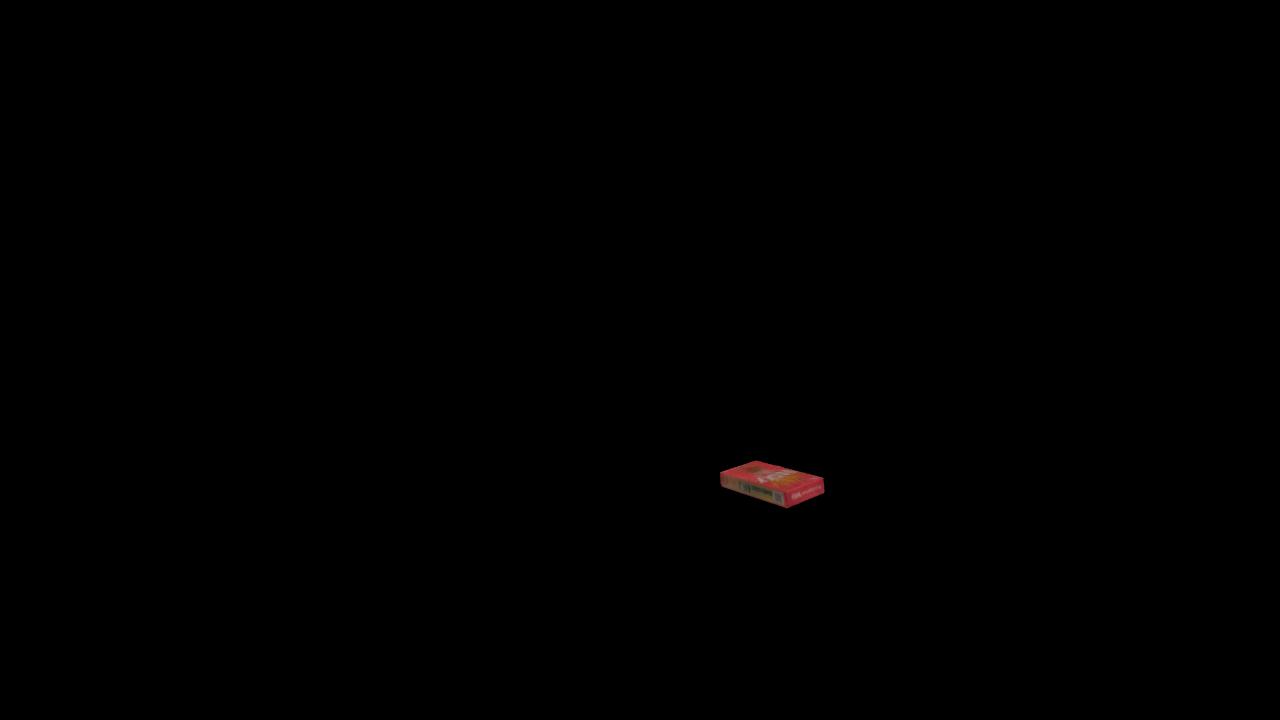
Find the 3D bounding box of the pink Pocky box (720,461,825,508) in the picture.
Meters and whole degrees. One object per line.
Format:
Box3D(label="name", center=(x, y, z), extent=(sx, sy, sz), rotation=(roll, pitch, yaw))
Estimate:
Box3D(label="pink Pocky box", center=(0.210, 0.197, 0.991), extent=(0.084, 0.029, 0.155), rotation=(-11, 8, -31))
